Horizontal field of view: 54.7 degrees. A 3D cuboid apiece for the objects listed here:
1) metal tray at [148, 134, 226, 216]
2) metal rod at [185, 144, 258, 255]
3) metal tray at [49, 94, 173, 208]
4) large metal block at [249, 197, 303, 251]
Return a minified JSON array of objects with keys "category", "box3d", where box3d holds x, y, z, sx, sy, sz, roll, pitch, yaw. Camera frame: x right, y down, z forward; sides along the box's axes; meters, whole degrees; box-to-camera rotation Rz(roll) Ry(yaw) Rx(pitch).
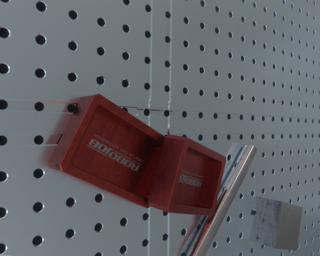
[{"category":"metal tray","box3d":[0.043,0.068,0.417,0.130,0.030,0.090,26,76,-53]},{"category":"metal rod","box3d":[0.080,0.146,0.476,0.025,0.025,0.301,51,60,-28]},{"category":"metal tray","box3d":[-0.049,0.030,0.364,0.130,0.030,0.090,34,69,-35]},{"category":"large metal block","box3d":[0.217,0.177,0.575,0.080,0.050,0.080,22,76,-38]}]
